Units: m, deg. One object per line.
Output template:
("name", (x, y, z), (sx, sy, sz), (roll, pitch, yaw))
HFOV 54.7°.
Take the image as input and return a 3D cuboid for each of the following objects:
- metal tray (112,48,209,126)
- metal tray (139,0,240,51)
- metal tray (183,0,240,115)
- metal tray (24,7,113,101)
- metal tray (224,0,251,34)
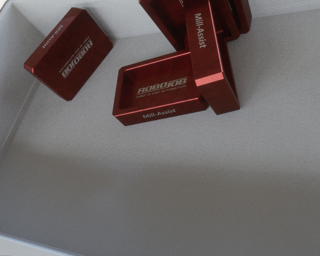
("metal tray", (0.000, -0.058, 0.437), (0.130, 0.030, 0.090), (-11, 57, 22))
("metal tray", (0.042, -0.149, 0.399), (0.090, 0.130, 0.030), (-13, 66, 24))
("metal tray", (0.063, -0.092, 0.375), (0.030, 0.090, 0.130), (-14, 64, 20))
("metal tray", (-0.147, -0.121, 0.515), (0.030, 0.090, 0.130), (26, 76, 37))
("metal tray", (0.064, -0.178, 0.414), (0.090, 0.130, 0.030), (1, 62, 29))
